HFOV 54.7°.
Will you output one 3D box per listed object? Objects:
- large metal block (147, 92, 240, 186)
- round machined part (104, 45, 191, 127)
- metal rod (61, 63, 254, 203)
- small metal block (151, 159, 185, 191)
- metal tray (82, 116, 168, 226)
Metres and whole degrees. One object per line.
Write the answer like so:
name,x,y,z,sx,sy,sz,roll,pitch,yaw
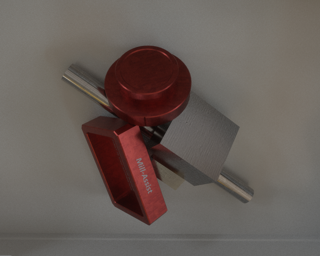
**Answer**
large metal block,0.039,0.014,0.381,0.080,0.050,0.080,35,63,-12
round machined part,-0.014,-0.054,0.349,0.099,0.098,0.042,-2,151,0
metal rod,0.006,0.014,0.415,0.301,0.025,0.025,35,106,-13
small metal block,0.008,0.049,0.414,0.050,0.050,0.025,36,106,-13
metal tray,-0.046,0.052,0.395,0.030,0.090,0.129,-31,113,-33
